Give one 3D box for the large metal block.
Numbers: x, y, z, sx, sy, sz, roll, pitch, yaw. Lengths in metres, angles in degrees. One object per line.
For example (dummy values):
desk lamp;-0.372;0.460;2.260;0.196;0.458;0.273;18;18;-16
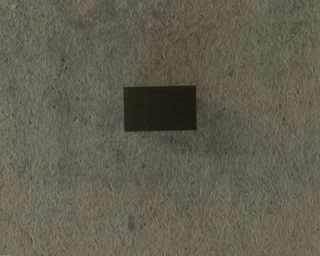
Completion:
large metal block;0.000;-0.022;0.384;0.081;0.080;0.050;-1;90;-1
